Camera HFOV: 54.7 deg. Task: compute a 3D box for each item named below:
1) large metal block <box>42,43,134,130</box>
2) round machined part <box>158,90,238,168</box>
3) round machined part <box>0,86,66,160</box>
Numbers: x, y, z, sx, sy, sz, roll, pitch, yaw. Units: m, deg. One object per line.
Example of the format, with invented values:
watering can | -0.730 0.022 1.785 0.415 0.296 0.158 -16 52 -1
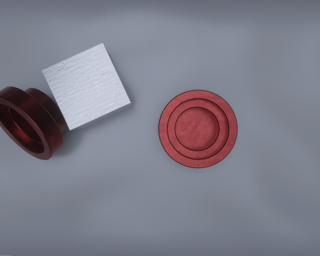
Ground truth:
large metal block | -0.089 -0.050 0.398 0.080 0.050 0.080 -25 90 -1
round machined part | 0.047 0.001 0.404 0.099 0.042 0.097 0 90 -1
round machined part | -0.156 -0.011 0.383 0.098 0.097 0.042 41 54 -1
